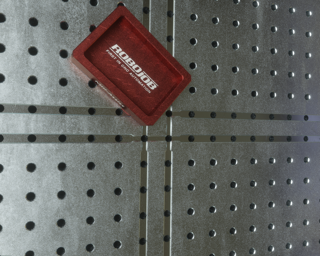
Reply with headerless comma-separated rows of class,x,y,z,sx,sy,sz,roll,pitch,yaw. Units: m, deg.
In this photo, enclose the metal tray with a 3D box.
metal tray,-0.034,-0.076,0.396,0.130,0.030,0.090,44,76,-15
